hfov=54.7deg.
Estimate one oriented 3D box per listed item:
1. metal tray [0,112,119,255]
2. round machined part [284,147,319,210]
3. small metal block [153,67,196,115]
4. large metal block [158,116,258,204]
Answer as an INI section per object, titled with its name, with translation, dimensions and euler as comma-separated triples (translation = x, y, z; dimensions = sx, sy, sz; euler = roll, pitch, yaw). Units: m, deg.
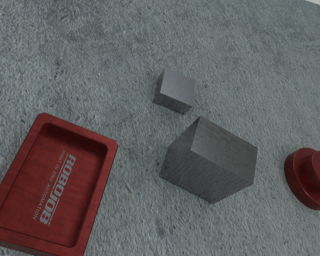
[metal tray]
translation = -0.103, 0.057, 0.310
dimensions = 0.090, 0.030, 0.130
euler = 23, 53, -14
[round machined part]
translation = 0.246, 0.074, 0.480
dimensions = 0.099, 0.042, 0.098
euler = 14, 56, -21
[small metal block]
translation = 0.021, -0.053, 0.448
dimensions = 0.050, 0.025, 0.050
euler = 22, 54, -15
[large metal block]
translation = 0.057, 0.042, 0.373
dimensions = 0.080, 0.080, 0.050
euler = 29, 52, -10
